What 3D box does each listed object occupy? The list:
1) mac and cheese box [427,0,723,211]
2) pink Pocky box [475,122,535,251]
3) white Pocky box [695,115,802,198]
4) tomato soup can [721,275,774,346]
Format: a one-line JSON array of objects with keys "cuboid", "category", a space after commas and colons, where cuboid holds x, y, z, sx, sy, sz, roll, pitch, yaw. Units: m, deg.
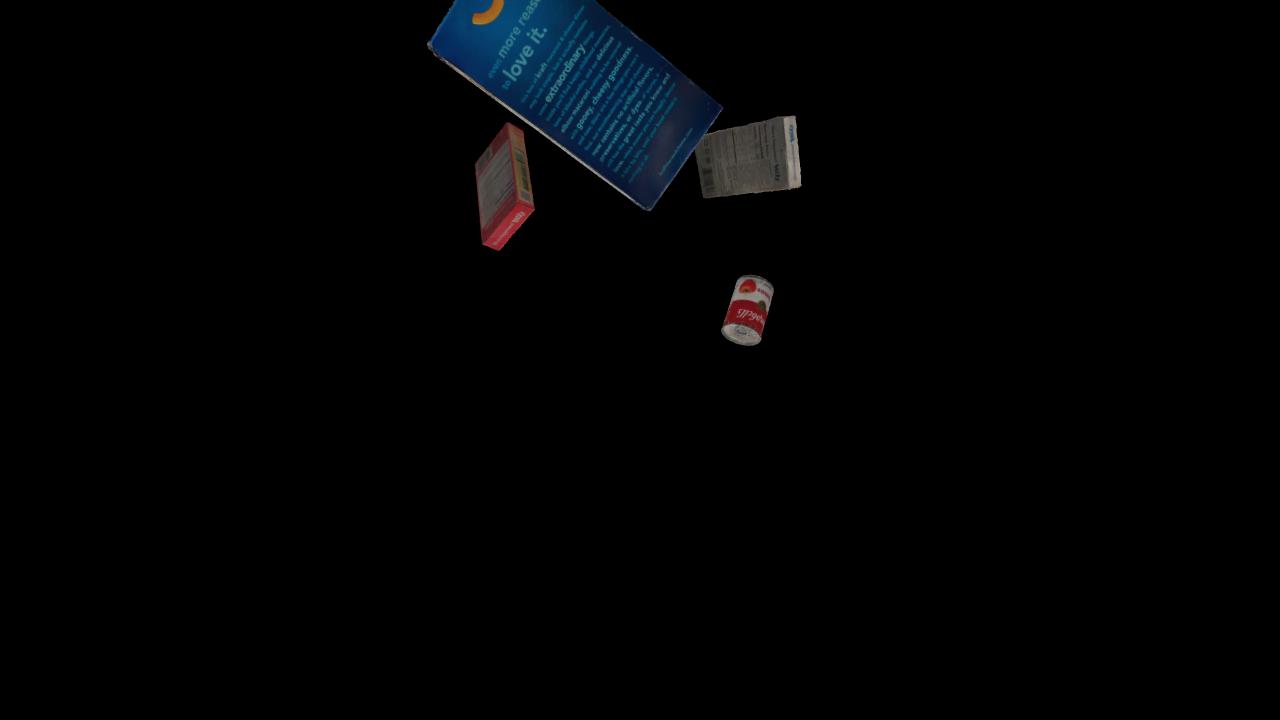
[{"cuboid": [-0.042, -0.197, 0.436, 0.184, 0.093, 0.041, 34, 9, -16], "category": "mac and cheese box"}, {"cuboid": [-0.176, -0.223, 0.789, 0.029, 0.155, 0.084, 18, -44, -40], "category": "pink Pocky box"}, {"cuboid": [0.133, -0.253, 0.779, 0.028, 0.084, 0.154, -22, 20, -33], "category": "white Pocky box"}, {"cuboid": [0.182, -0.084, 1.033, 0.068, 0.101, 0.068, 17, -24, 8], "category": "tomato soup can"}]
